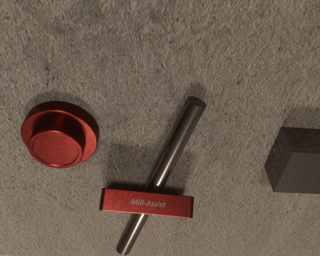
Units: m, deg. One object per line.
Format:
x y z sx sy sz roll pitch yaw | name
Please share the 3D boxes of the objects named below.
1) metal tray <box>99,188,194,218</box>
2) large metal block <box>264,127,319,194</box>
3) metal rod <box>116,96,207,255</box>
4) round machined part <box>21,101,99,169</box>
-0.022 0.114 0.470 0.131 0.030 0.090 7 165 -7 | metal tray
0.203 0.047 0.434 0.081 0.050 0.079 3 130 -3 | large metal block
-0.008 0.086 0.453 0.025 0.025 0.298 17 120 -14 | metal rod
-0.132 0.016 0.408 0.099 0.042 0.097 -1 130 0 | round machined part
